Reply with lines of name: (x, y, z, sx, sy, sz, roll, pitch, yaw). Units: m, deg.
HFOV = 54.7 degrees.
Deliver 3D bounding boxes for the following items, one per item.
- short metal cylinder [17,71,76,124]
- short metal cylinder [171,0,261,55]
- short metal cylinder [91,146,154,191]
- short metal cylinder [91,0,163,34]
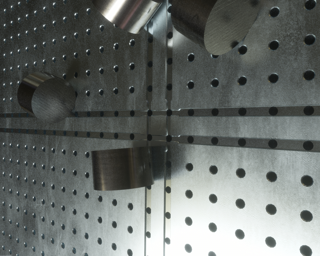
short metal cylinder: (-0.195, -0.053, 0.535, 0.050, 0.081, 0.079, 23, 105, 37)
short metal cylinder: (0.059, -0.124, 0.325, 0.050, 0.081, 0.080, 44, 117, 31)
short metal cylinder: (-0.049, 0.052, 0.414, 0.080, 0.081, 0.050, -8, 85, 40)
short metal cylinder: (-0.043, -0.172, 0.409, 0.050, 0.081, 0.080, -47, 62, 30)
